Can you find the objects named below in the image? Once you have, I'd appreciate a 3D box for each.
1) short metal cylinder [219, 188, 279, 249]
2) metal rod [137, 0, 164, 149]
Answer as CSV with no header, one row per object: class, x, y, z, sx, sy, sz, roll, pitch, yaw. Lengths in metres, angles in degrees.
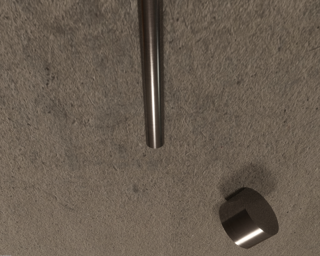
short metal cylinder,0.142,0.144,0.496,0.080,0.080,0.050,30,124,-23
metal rod,-0.009,-0.094,0.326,0.025,0.025,0.298,-1,130,0
